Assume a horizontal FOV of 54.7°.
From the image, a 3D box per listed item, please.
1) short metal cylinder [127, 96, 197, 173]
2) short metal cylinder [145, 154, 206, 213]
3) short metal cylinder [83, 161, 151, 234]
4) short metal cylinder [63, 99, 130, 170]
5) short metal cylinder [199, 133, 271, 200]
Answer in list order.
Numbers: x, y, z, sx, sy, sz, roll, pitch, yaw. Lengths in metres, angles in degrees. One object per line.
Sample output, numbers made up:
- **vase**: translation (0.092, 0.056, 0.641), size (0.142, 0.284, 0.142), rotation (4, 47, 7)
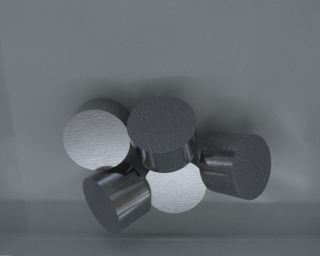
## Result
- **short metal cylinder**: translation (0.004, 0.008, 0.375), size (0.080, 0.080, 0.050), rotation (-8, 146, 2)
- **short metal cylinder**: translation (0.019, 0.067, 0.421), size (0.081, 0.050, 0.079), rotation (0, 110, -1)
- **short metal cylinder**: translation (-0.057, 0.089, 0.405), size (0.050, 0.080, 0.079), rotation (-27, 115, -36)
- **short metal cylinder**: translation (-0.077, 0.007, 0.397), size (0.081, 0.050, 0.079), rotation (0, 110, -1)
- **short metal cylinder**: translation (0.096, 0.047, 0.393), size (0.081, 0.050, 0.079), rotation (-2, 93, -39)
